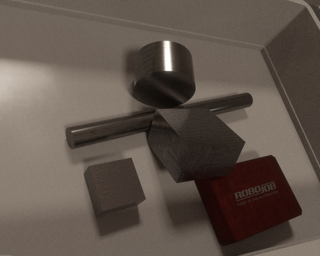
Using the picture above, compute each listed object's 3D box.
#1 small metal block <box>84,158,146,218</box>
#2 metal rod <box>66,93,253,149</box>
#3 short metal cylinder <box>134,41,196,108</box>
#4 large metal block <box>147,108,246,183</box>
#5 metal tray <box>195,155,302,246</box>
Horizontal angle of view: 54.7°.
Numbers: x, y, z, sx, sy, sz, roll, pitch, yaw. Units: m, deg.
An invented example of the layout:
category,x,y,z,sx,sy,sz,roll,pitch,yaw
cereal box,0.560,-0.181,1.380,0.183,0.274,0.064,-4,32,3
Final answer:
category,x,y,z,sx,sy,sz,roll,pitch,yaw
small metal block,-0.050,0.064,0.340,0.050,0.025,0.050,-8,66,-32
metal rod,0.022,-0.017,0.429,0.303,0.025,0.025,-13,69,-34
short metal cylinder,0.006,-0.070,0.418,0.081,0.080,0.050,12,57,-23
large metal block,0.042,0.017,0.382,0.081,0.050,0.080,-3,34,-30
metal tray,0.120,0.091,0.414,0.131,0.030,0.090,-7,66,-32
